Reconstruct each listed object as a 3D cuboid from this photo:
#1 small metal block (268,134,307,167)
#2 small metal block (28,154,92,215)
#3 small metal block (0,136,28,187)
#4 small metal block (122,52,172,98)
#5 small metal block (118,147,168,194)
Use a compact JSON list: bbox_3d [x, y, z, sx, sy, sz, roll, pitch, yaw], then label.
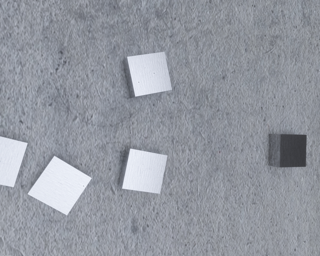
[{"bbox_3d":[0.199,0.035,0.482,0.050,0.025,0.050,2,90,-20],"label":"small metal block"},{"bbox_3d":[-0.118,0.066,0.366,0.050,0.025,0.050,36,79,-17],"label":"small metal block"},{"bbox_3d":[-0.180,0.034,0.343,0.050,0.025,0.050,17,84,-19],"label":"small metal block"},{"bbox_3d":[-0.017,-0.069,0.403,0.050,0.025,0.050,-13,95,-20],"label":"small metal block"},{"bbox_3d":[-0.023,0.055,0.401,0.050,0.025,0.050,12,86,-20],"label":"small metal block"}]
